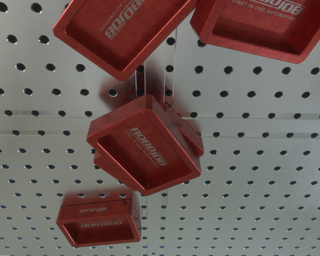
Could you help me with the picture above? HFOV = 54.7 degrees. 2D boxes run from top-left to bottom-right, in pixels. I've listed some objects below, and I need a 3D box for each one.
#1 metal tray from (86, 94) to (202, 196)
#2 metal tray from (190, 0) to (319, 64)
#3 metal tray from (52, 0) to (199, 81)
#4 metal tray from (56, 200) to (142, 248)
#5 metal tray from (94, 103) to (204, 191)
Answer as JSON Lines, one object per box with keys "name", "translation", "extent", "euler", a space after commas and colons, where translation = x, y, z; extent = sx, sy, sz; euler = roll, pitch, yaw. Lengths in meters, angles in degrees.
{"name": "metal tray", "translation": [-0.016, 0.028, 0.391], "extent": [0.090, 0.030, 0.130], "euler": [-25, 126, 19]}
{"name": "metal tray", "translation": [0.105, -0.115, 0.291], "extent": [0.131, 0.030, 0.089], "euler": [5, 132, -24]}
{"name": "metal tray", "translation": [-0.032, -0.118, 0.307], "extent": [0.090, 0.030, 0.130], "euler": [34, 122, -26]}
{"name": "metal tray", "translation": [-0.105, 0.173, 0.553], "extent": [0.131, 0.030, 0.089], "euler": [-7, 130, 5]}
{"name": "metal tray", "translation": [-0.016, 0.032, 0.435], "extent": [0.130, 0.030, 0.090], "euler": [-33, 123, 24]}
